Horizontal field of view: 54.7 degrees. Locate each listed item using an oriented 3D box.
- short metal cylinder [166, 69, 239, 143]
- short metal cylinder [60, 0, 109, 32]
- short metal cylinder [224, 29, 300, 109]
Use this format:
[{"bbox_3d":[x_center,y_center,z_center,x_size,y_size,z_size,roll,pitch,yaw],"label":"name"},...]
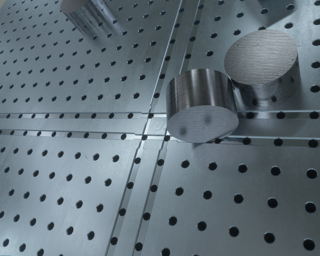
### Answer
[{"bbox_3d":[0.048,-0.024,0.362,0.080,0.080,0.050,-14,56,20],"label":"short metal cylinder"},{"bbox_3d":[-0.150,-0.240,0.618,0.080,0.050,0.080,-13,56,21],"label":"short metal cylinder"},{"bbox_3d":[0.123,-0.070,0.371,0.080,0.050,0.080,-13,56,21],"label":"short metal cylinder"}]
